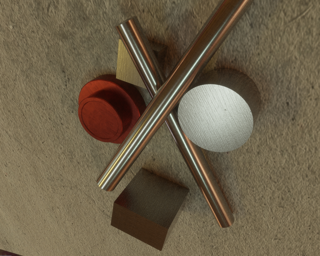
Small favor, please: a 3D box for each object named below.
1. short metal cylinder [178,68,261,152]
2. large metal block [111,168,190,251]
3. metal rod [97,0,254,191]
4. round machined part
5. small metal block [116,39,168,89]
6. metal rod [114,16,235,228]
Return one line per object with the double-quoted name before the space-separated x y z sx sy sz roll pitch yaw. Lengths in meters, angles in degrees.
"short metal cylinder" 0.066 -0.020 0.342 0.080 0.050 0.079 13 124 20
"large metal block" -0.013 0.114 0.447 0.080 0.080 0.050 23 127 14
"metal rod" 0.016 -0.043 0.320 0.025 0.025 0.298 38 113 2
"round machined part" -0.071 -0.019 0.419 0.098 0.042 0.097 13 124 20
"small metal block" -0.022 -0.078 0.369 0.050 0.025 0.050 21 126 15
"metal rod" 0.029 0.011 0.377 0.025 0.025 0.299 -12 119 33
